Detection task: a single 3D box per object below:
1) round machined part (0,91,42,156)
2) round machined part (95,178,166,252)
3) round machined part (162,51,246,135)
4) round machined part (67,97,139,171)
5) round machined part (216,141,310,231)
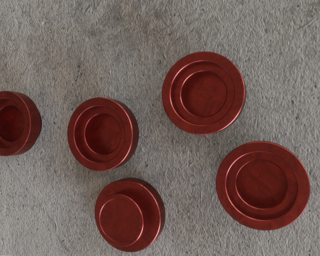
[{"bbox_3d":[-0.224,-0.007,0.479,0.098,0.042,0.097,0,90,20],"label":"round machined part"},{"bbox_3d":[-0.046,0.118,0.416,0.098,0.042,0.097,0,90,20],"label":"round machined part"},{"bbox_3d":[0.055,-0.041,0.380,0.098,0.042,0.097,0,90,20],"label":"round machined part"},{"bbox_3d":[-0.074,0.008,0.426,0.098,0.042,0.097,0,90,20],"label":"round machined part"},{"bbox_3d":[0.117,0.063,0.358,0.098,0.042,0.097,0,90,20],"label":"round machined part"}]
